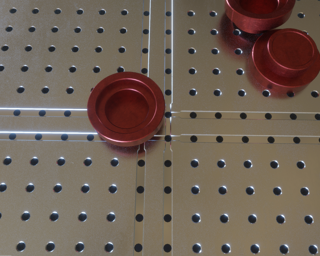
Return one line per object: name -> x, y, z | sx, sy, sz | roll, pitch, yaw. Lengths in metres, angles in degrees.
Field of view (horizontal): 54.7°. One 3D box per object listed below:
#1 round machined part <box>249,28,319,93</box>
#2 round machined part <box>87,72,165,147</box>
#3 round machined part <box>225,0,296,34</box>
round machined part -> 0.181, -0.102, 0.442 | 0.099, 0.042, 0.098 | 0, 70, -1
round machined part -> -0.043, -0.022, 0.410 | 0.099, 0.042, 0.098 | 0, 70, -1
round machined part -> 0.146, -0.181, 0.465 | 0.099, 0.042, 0.098 | -2, 61, 4
